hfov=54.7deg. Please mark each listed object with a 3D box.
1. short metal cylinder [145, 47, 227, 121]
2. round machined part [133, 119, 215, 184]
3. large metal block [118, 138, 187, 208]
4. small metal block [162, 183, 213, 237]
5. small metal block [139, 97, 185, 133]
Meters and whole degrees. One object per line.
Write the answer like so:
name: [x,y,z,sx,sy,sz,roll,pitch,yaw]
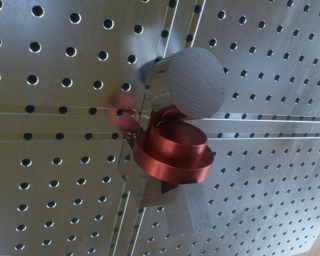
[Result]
short metal cylinder: [0.030,-0.049,0.361,0.081,0.050,0.080,1,88,-29]
round machined part: [0.019,0.022,0.376,0.099,0.098,0.042,1,118,-29]
large metal block: [-0.001,0.055,0.410,0.081,0.080,0.050,1,118,-29]
small metal block: [0.029,0.094,0.353,0.025,0.050,0.050,1,156,-30]
small metal block: [0.005,-0.022,0.401,0.050,0.025,0.050,1,118,-29]
